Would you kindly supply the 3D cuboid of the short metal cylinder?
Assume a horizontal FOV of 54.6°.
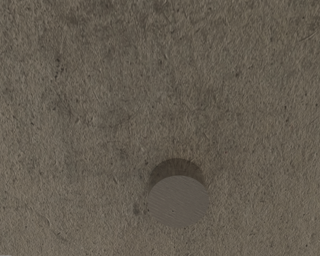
[{"bbox_3d":[0.024,0.089,0.429,0.080,0.050,0.079,0,110,0],"label":"short metal cylinder"}]
